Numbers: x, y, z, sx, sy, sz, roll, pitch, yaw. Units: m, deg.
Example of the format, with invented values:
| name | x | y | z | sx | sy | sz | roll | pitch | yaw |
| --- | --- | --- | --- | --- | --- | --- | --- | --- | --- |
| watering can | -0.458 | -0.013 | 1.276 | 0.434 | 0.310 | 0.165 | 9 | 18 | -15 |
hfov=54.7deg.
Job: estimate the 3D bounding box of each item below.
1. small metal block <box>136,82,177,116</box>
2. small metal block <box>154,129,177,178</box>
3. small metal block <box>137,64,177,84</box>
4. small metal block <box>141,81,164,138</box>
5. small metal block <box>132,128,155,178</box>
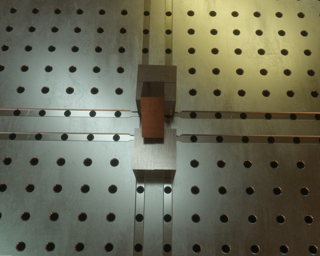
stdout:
| name | x | y | z | sx | sy | sz | roll | pitch | yaw |
| --- | --- | --- | --- | --- | --- | --- | --- | --- | --- |
| small metal block | -0.005 | -0.038 | 0.412 | 0.050 | 0.050 | 0.025 | 2 | 70 | 0 |
| small metal block | 0.007 | 0.032 | 0.385 | 0.025 | 0.050 | 0.050 | 1 | 70 | 0 |
| small metal block | -0.004 | -0.062 | 0.420 | 0.050 | 0.050 | 0.025 | 2 | 70 | 0 |
| small metal block | -0.008 | -0.023 | 0.363 | 0.025 | 0.050 | 0.050 | 0 | 28 | 1 |
| small metal block | -0.019 | 0.032 | 0.386 | 0.025 | 0.050 | 0.050 | 1 | 70 | 0 |
